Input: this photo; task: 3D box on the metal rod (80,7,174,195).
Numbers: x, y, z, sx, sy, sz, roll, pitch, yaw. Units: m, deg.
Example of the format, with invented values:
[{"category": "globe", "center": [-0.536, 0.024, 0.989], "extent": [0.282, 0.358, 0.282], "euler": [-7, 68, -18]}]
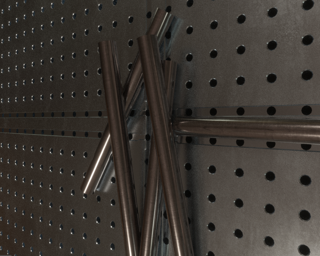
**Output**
[{"category": "metal rod", "center": [-0.055, -0.026, 0.452], "extent": [0.025, 0.025, 0.298], "euler": [40, 114, 32]}]

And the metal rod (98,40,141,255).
[{"category": "metal rod", "center": [-0.053, 0.032, 0.428], "extent": [0.025, 0.025, 0.298], "euler": [-4, 94, 39]}]

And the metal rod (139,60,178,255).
[{"category": "metal rod", "center": [-0.005, 0.062, 0.411], "extent": [0.025, 0.025, 0.298], "euler": [10, 96, 39]}]

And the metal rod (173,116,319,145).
[{"category": "metal rod", "center": [0.140, 0.003, 0.293], "extent": [0.300, 0.025, 0.025], "euler": [3, 92, 39]}]

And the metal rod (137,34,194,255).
[{"category": "metal rod", "center": [0.009, 0.037, 0.378], "extent": [0.025, 0.025, 0.298], "euler": [-9, 91, 39]}]
